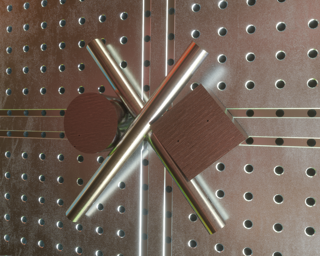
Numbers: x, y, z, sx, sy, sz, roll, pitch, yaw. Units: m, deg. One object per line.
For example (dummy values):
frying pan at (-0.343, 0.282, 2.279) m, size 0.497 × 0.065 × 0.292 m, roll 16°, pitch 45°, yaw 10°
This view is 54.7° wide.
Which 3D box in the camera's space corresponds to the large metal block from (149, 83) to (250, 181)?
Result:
large metal block at (0.049, 0.005, 0.377) m, size 0.080 × 0.050 × 0.080 m, roll -40°, pitch 78°, yaw 15°

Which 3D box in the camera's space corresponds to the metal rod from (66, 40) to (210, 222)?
metal rod at (-0.040, 0.018, 0.400) m, size 0.025 × 0.025 × 0.299 m, roll 44°, pitch 112°, yaw 14°

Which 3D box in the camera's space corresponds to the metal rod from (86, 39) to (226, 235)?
metal rod at (-0.011, 0.003, 0.412) m, size 0.025 × 0.025 × 0.299 m, roll -37°, pitch 78°, yaw 16°

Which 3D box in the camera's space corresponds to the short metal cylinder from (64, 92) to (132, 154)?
short metal cylinder at (-0.082, -0.007, 0.424) m, size 0.080 × 0.050 × 0.079 m, roll 0°, pitch 90°, yaw 20°
